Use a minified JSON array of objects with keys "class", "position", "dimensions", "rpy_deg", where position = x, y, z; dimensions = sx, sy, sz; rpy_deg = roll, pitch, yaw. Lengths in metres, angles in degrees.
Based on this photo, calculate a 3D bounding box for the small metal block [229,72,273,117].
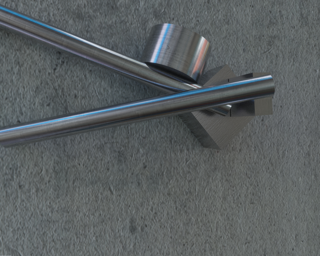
[{"class":"small metal block","position":[0.111,-0.040,0.383],"dimensions":[0.025,0.050,0.050],"rpy_deg":[-4,92,-20]}]

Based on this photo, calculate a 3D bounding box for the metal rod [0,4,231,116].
[{"class":"metal rod","position":[-0.057,-0.078,0.359],"dimensions":[0.302,0.025,0.025],"rpy_deg":[21,83,-8]}]

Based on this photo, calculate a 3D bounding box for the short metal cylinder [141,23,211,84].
[{"class":"short metal cylinder","position":[0.018,-0.087,0.390],"dimensions":[0.080,0.080,0.050],"rpy_deg":[22,83,-19]}]

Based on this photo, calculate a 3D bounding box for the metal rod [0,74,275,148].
[{"class":"metal rod","position":[-0.026,-0.019,0.345],"dimensions":[0.302,0.025,0.025],"rpy_deg":[-11,94,1]}]

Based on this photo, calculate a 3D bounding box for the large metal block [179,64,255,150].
[{"class":"large metal block","position":[0.075,-0.028,0.424],"dimensions":[0.080,0.050,0.080],"rpy_deg":[-43,103,-14]}]
